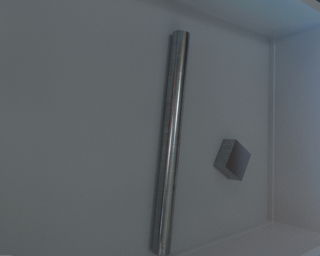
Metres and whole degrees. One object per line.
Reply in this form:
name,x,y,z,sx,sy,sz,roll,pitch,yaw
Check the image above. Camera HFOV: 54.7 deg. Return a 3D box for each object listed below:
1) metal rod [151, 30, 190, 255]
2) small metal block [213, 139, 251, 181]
metal rod,0.016,0.016,0.421,0.025,0.025,0.298,9,84,-40
small metal block,0.120,0.052,0.510,0.050,0.025,0.050,40,66,-33
